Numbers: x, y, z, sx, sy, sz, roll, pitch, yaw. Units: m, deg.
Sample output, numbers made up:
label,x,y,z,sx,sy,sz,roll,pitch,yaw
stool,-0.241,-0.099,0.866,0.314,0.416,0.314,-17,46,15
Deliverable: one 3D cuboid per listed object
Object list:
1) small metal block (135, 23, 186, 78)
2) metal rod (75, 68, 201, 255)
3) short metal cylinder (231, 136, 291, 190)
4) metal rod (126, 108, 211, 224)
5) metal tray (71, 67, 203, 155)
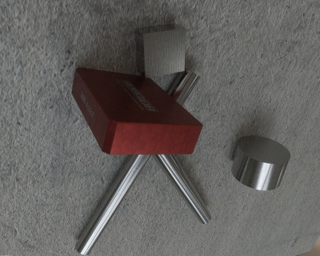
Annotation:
label,x,y,z,sx,sy,sz,roll,pitch,yaw
small metal block,0.001,-0.089,0.354,0.050,0.025,0.050,-14,125,-21
metal rod,-0.036,0.053,0.421,0.025,0.025,0.299,22,107,-37
short metal cylinder,0.159,0.054,0.495,0.081,0.080,0.050,-8,122,-25
metal rod,0.026,0.070,0.443,0.025,0.025,0.299,-36,136,-5
metal tray,-0.029,-0.021,0.311,0.091,0.130,0.030,3,117,-30
